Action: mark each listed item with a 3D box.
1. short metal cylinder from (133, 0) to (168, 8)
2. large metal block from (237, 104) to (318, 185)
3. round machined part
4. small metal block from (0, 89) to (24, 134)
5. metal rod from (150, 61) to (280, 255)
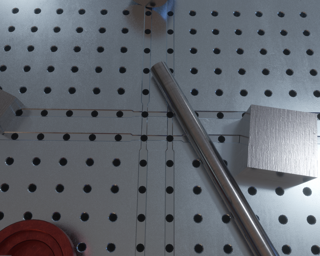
[{"bbox_3d":[-0.016,-0.231,0.467,0.080,0.080,0.050,19,71,7],"label":"short metal cylinder"},{"bbox_3d":[0.147,0.022,0.391,0.080,0.050,0.080,9,70,3],"label":"large metal block"},{"bbox_3d":[-0.142,0.154,0.341,0.099,0.042,0.098,3,65,-5],"label":"round machined part"},{"bbox_3d":[-0.225,-0.027,0.420,0.050,0.025,0.050,26,72,9],"label":"small metal block"},{"bbox_3d":[0.065,0.039,0.397,0.025,0.025,0.299,-25,72,-9],"label":"metal rod"}]
